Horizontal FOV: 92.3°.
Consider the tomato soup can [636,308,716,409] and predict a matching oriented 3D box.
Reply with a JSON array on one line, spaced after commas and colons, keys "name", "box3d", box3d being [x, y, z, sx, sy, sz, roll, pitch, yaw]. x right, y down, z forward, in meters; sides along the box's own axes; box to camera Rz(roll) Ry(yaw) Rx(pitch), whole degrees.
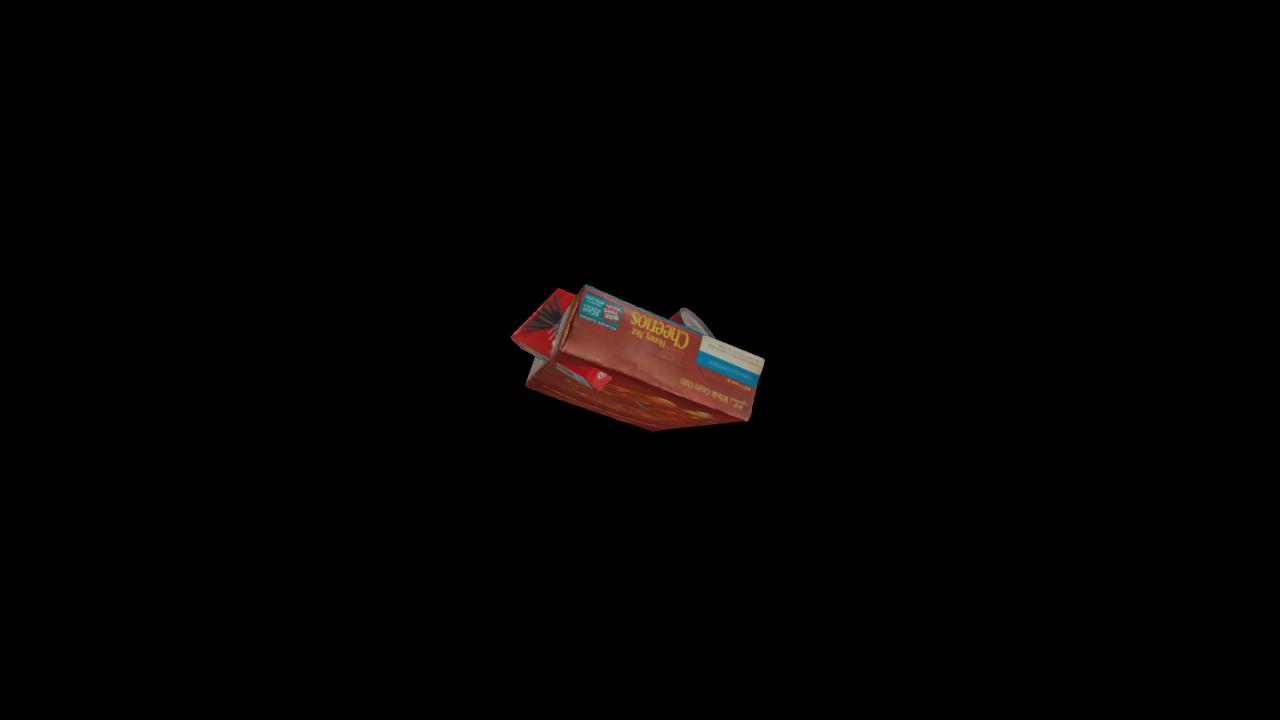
[{"name": "tomato soup can", "box3d": [0.030, -0.001, 0.678, 0.101, 0.068, 0.068, -39, -17, 22]}]

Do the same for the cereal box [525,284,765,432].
[{"name": "cereal box", "box3d": [-0.015, 0.016, 0.732, 0.203, 0.081, 0.306, 21, -15, -13]}]

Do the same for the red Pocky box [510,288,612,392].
[{"name": "red Pocky box", "box3d": [-0.068, -0.026, 0.654, 0.155, 0.083, 0.028, 24, -23, 46]}]
